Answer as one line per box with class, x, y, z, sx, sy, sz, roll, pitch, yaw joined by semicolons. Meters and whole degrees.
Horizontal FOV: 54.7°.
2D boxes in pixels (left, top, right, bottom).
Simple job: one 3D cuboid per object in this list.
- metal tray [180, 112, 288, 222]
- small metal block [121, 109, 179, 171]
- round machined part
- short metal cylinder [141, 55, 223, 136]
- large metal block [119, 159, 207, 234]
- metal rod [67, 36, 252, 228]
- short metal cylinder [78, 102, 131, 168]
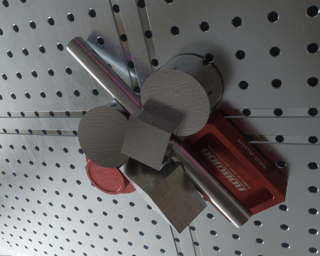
metal tray;0.082;0.054;0.393;0.130;0.030;0.090;45;129;-4
small metal block;-0.012;0.013;0.352;0.050;0.025;0.050;24;119;14
round machined part;-0.073;0.062;0.471;0.098;0.042;0.097;13;124;21
short metal cylinder;0.026;-0.038;0.354;0.080;0.050;0.079;13;124;21
large metal block;0.003;0.077;0.402;0.080;0.050;0.080;26;154;55
metal rod;-0.006;-0.001;0.377;0.300;0.025;0.025;46;130;8
short metal cylinder;-0.060;0.007;0.412;0.080;0.050;0.079;4;103;19
